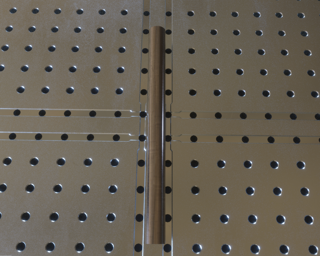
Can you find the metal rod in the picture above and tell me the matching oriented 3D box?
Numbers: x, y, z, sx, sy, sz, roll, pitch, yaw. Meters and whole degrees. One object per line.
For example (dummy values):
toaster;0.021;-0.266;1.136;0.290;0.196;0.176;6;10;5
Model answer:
metal rod;-0.005;-0.005;0.413;0.025;0.025;0.299;0;70;0
